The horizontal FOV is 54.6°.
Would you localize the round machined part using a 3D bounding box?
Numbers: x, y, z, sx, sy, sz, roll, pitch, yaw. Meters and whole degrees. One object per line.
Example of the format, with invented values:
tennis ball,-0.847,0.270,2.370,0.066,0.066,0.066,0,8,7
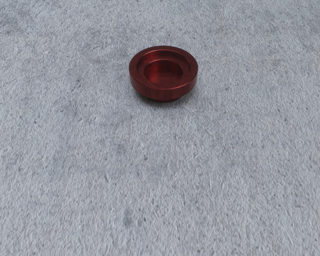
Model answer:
round machined part,0.005,-0.075,0.455,0.099,0.042,0.098,0,50,0
